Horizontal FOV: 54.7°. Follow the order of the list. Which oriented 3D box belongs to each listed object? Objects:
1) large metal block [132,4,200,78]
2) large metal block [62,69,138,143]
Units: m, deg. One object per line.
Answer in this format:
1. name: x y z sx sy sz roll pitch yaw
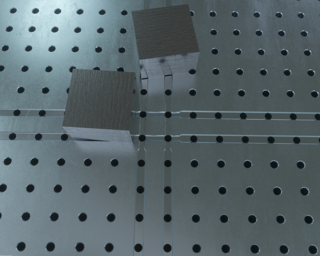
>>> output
1. large metal block: 0.006 -0.123 0.444 0.081 0.050 0.080 -9 70 -4
2. large metal block: -0.075 -0.028 0.408 0.081 0.050 0.080 4 70 1
